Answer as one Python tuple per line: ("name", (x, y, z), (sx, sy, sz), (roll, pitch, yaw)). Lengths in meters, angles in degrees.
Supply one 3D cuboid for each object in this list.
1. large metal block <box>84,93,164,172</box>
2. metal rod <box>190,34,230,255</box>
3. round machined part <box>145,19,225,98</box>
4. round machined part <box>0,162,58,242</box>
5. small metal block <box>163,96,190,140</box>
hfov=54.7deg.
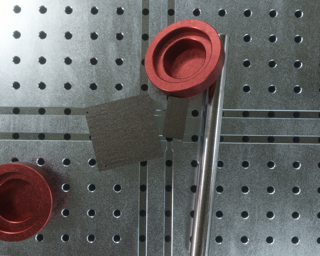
("large metal block", (-0.044, 0.005, 0.400), (0.080, 0.050, 0.080), (-13, 90, 0))
("metal rod", (0.066, 0.027, 0.413), (0.025, 0.025, 0.298), (6, 90, 0))
("round machined part", (0.034, -0.083, 0.391), (0.098, 0.042, 0.098), (-8, 69, 22))
("round machined part", (-0.182, 0.092, 0.403), (0.099, 0.042, 0.097), (0, 90, 0))
("small metal block", (0.020, -0.013, 0.401), (0.025, 0.050, 0.050), (9, 91, 0))
